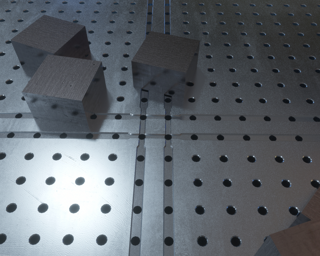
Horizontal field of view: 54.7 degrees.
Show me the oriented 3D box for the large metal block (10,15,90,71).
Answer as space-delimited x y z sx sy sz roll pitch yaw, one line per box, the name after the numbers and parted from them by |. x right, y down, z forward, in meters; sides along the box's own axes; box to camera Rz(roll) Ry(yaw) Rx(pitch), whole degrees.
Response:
-0.173 -0.132 0.500 0.080 0.050 0.080 19 53 15 | large metal block

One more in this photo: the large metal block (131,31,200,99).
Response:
0.010 -0.098 0.474 0.080 0.050 0.080 15 51 11 | large metal block

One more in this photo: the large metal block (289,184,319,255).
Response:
0.191 0.096 0.314 0.080 0.050 0.080 36 59 26 | large metal block

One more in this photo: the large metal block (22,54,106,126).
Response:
-0.130 -0.054 0.435 0.080 0.050 0.080 9 51 7 | large metal block

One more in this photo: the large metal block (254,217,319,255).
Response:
0.124 0.135 0.261 0.050 0.080 0.080 -14 52 -12 | large metal block
